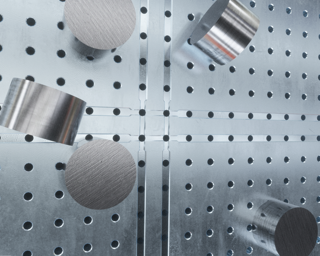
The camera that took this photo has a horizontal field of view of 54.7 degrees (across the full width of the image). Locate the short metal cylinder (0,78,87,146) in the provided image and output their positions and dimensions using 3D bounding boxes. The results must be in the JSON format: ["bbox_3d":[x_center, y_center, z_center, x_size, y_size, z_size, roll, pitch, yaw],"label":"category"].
[{"bbox_3d":[-0.127,-0.016,0.337,0.081,0.080,0.050,19,84,-20],"label":"short metal cylinder"}]

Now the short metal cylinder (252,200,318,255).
[{"bbox_3d":[0.189,0.155,0.472,0.081,0.050,0.079,0,90,-20],"label":"short metal cylinder"}]

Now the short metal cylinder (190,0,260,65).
[{"bbox_3d":[0.086,-0.132,0.416,0.050,0.080,0.080,33,79,-18],"label":"short metal cylinder"}]

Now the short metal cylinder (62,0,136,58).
[{"bbox_3d":[-0.074,-0.128,0.372,0.081,0.050,0.079,0,90,-21],"label":"short metal cylinder"}]

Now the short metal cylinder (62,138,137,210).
[{"bbox_3d":[-0.074,0.052,0.373,0.081,0.050,0.079,0,90,-20],"label":"short metal cylinder"}]
